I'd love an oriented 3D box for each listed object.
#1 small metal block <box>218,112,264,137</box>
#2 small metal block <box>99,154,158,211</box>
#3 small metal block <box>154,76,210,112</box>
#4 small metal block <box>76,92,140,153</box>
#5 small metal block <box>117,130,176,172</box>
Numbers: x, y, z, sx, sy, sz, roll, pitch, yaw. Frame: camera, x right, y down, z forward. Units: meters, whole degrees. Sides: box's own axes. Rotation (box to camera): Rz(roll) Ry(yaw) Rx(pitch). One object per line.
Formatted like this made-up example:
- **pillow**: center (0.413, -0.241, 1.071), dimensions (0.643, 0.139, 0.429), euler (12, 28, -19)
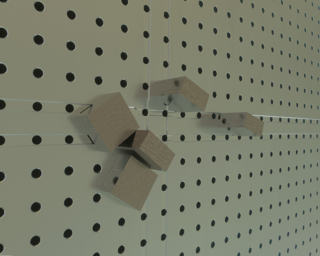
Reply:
- **small metal block**: center (0.133, -0.005, 0.508), dimensions (0.050, 0.050, 0.025), euler (22, 76, -38)
- **small metal block**: center (-0.037, 0.067, 0.380), dimensions (0.050, 0.025, 0.050), euler (42, 65, -33)
- **small metal block**: center (0.030, -0.044, 0.420), dimensions (0.050, 0.050, 0.025), euler (30, 71, -36)
- **small metal block**: center (-0.059, -0.007, 0.361), dimensions (0.050, 0.025, 0.050), euler (-42, 116, -32)
- **small metal block**: center (-0.018, 0.027, 0.379), dimensions (0.050, 0.050, 0.025), euler (44, 63, -32)
